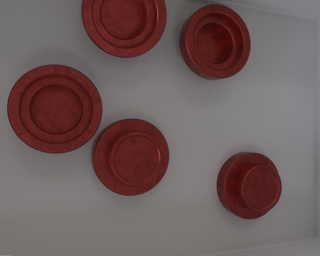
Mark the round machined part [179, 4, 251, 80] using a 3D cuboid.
[{"bbox_3d":[0.071,-0.115,0.427,0.099,0.042,0.097,0,90,-20],"label":"round machined part"}]

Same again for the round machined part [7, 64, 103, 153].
[{"bbox_3d":[-0.119,-0.021,0.357,0.099,0.042,0.097,0,90,-20],"label":"round machined part"}]

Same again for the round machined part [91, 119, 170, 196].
[{"bbox_3d":[-0.034,0.037,0.389,0.099,0.042,0.097,0,90,-20],"label":"round machined part"}]

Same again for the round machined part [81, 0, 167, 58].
[{"bbox_3d":[-0.045,-0.137,0.375,0.099,0.042,0.097,-5,108,-16],"label":"round machined part"}]

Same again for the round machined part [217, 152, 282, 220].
[{"bbox_3d":[0.136,0.085,0.452,0.099,0.042,0.097,0,90,-20],"label":"round machined part"}]
